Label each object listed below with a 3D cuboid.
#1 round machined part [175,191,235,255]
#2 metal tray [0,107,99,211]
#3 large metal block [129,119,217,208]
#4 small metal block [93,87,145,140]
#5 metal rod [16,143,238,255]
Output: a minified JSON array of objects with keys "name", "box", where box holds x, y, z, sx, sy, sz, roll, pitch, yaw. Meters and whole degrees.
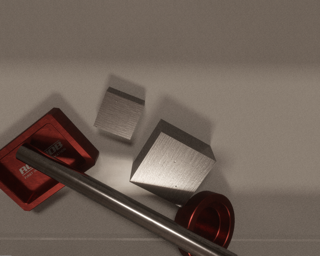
[{"name":"round machined part","box":[0.058,0.137,0.436,0.099,0.042,0.097,-4,95,-40]},{"name":"metal tray","box":[-0.162,0.045,0.422,0.130,0.030,0.090,-35,107,11]},{"name":"large metal block","box":[0.016,0.047,0.416,0.080,0.050,0.080,29,107,-11]},{"name":"small metal block","box":[-0.053,-0.019,0.404,0.050,0.025,0.050,21,109,-8]},{"name":"metal rod","box":[-0.047,0.096,0.388,0.301,0.025,0.025,26,109,8]}]
